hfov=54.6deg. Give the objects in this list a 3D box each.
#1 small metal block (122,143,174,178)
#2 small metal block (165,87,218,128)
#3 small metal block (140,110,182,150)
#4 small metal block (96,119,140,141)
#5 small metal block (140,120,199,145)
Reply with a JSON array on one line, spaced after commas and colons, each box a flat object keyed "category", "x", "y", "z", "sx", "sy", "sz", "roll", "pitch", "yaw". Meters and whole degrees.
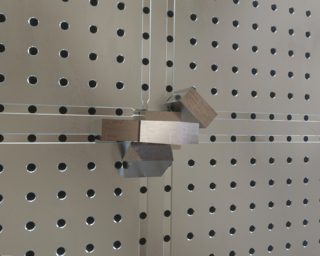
[{"category": "small metal block", "x": -0.017, "y": 0.041, "z": 0.390, "sx": 0.050, "sy": 0.050, "sz": 0.025, "roll": 1, "pitch": 58, "yaw": -20}, {"category": "small metal block", "x": 0.041, "y": -0.026, "z": 0.414, "sx": 0.050, "sy": 0.050, "sz": 0.025, "roll": 45, "pitch": 76, "yaw": -15}, {"category": "small metal block", "x": 0.000, "y": 0.003, "z": 0.412, "sx": 0.050, "sy": 0.025, "sz": 0.050, "roll": 2, "pitch": 89, "yaw": -21}, {"category": "small metal block", "x": -0.050, "y": 0.003, "z": 0.380, "sx": 0.050, "sy": 0.050, "sz": 0.025, "roll": 2, "pitch": 90, "yaw": -19}, {"category": "small metal block", "x": 0.012, "y": 0.005, "z": 0.366, "sx": 0.050, "sy": 0.050, "sz": 0.025, "roll": 3, "pitch": 89, "yaw": -57}]
